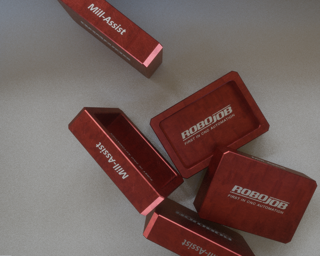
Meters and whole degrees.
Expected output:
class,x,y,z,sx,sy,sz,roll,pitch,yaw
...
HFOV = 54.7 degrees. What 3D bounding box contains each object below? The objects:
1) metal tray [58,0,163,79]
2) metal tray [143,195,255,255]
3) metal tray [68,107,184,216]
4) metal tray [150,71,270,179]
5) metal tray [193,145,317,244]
class,x,y,z,sx,sy,sz,roll,pitch,yaw
metal tray,-0.057,-0.118,0.378,0.130,0.090,0.030,38,90,0
metal tray,0.047,0.132,0.378,0.130,0.090,0.030,27,92,0
metal tray,-0.036,0.032,0.364,0.030,0.090,0.130,-45,79,15
metal tray,0.063,-0.004,0.409,0.130,0.030,0.090,-31,90,0
metal tray,0.119,0.085,0.392,0.131,0.030,0.089,19,98,-10
